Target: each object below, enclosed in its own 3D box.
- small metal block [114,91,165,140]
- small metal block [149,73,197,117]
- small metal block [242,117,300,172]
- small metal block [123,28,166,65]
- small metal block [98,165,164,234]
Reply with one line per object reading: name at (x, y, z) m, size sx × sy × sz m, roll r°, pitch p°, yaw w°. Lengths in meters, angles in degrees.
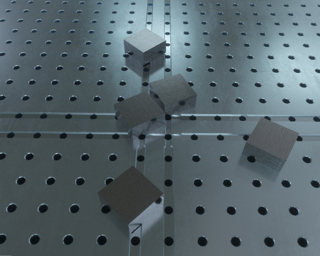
small metal block at (-0.028, -0.018, 0.422) m, size 0.050 × 0.025 × 0.050 m, roll -26°, pitch 55°, yaw -20°
small metal block at (0.018, -0.048, 0.448) m, size 0.050 × 0.025 × 0.050 m, roll -20°, pitch 53°, yaw -16°
small metal block at (0.140, 0.020, 0.393) m, size 0.050 × 0.025 × 0.050 m, roll 27°, pitch 55°, yaw 20°
small metal block at (-0.025, -0.139, 0.524) m, size 0.050 × 0.025 × 0.050 m, roll -36°, pitch 59°, yaw -27°
small metal block at (-0.032, 0.078, 0.342) m, size 0.050 × 0.025 × 0.050 m, roll -37°, pitch 59°, yaw -27°
